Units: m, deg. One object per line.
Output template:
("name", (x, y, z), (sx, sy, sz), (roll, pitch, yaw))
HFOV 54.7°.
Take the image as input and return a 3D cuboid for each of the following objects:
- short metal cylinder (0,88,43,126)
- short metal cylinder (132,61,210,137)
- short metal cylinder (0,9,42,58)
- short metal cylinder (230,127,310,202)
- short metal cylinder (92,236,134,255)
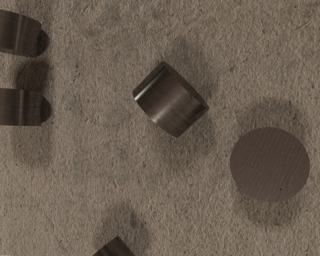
("short metal cylinder", (-0.216, -0.030, 0.454), (0.080, 0.080, 0.050), (4, 91, 19))
("short metal cylinder", (0.014, -0.035, 0.374), (0.050, 0.080, 0.080), (-44, 77, 14))
("short metal cylinder", (-0.221, -0.138, 0.456), (0.080, 0.080, 0.050), (11, 94, 19))
("short metal cylinder", (0.123, 0.039, 0.352), (0.080, 0.050, 0.079), (0, 90, 19))
("short metal cylinder", (-0.071, 0.188, 0.404), (0.080, 0.080, 0.050), (-45, 76, 14))
